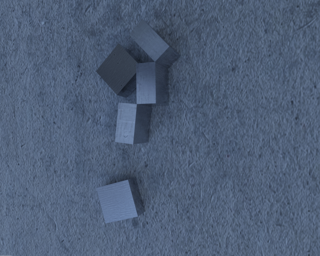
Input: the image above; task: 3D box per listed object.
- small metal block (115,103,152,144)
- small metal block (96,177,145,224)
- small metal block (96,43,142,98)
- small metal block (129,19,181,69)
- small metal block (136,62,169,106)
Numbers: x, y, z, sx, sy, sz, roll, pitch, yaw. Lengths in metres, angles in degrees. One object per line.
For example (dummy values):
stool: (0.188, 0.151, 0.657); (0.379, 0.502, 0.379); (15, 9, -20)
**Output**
small metal block: (-0.034, -0.006, 0.408); (0.025, 0.050, 0.050); (6, 92, 20)
small metal block: (-0.054, 0.099, 0.428); (0.050, 0.025, 0.050); (-18, 84, 19)
small metal block: (-0.051, -0.078, 0.424); (0.050, 0.025, 0.050); (-47, 69, 14)
small metal block: (-0.005, -0.106, 0.397); (0.025, 0.050, 0.050); (-45, 76, 14)
small metal block: (-0.009, -0.055, 0.399); (0.025, 0.050, 0.050); (-1, 90, 20)
